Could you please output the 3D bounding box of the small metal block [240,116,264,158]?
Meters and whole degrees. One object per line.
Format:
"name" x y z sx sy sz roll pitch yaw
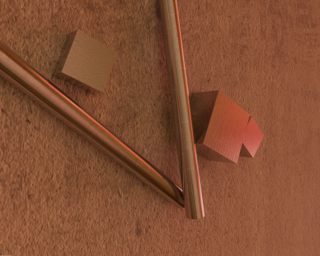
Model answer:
"small metal block" 0.148 0.016 0.532 0.050 0.025 0.050 50 61 -29

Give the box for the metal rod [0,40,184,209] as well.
"metal rod" -0.061 0.015 0.354 0.300 0.025 0.025 43 64 -32

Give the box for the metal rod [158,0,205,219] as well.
"metal rod" 0.028 -0.031 0.412 0.025 0.025 0.298 -6 89 -40

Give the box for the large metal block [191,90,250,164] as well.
"large metal block" 0.081 0.000 0.459 0.080 0.050 0.080 30 71 -36

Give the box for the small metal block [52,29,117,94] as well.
"small metal block" -0.081 -0.070 0.338 0.050 0.025 0.050 26 74 -37
